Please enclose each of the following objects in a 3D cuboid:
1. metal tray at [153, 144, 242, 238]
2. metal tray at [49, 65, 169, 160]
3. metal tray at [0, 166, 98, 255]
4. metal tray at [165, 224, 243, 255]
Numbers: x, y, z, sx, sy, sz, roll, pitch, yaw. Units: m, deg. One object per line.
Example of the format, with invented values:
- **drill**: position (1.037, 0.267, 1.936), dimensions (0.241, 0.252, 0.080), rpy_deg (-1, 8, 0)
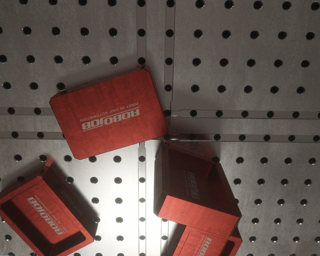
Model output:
- **metal tray**: position (0.040, 0.070, 0.384), dimensions (0.091, 0.130, 0.030), rpy_deg (19, 109, -7)
- **metal tray**: position (-0.063, -0.019, 0.403), dimensions (0.131, 0.030, 0.089), rpy_deg (-17, 110, 5)
- **metal tray**: position (-0.166, 0.131, 0.456), dimensions (0.090, 0.030, 0.130), rpy_deg (-30, 108, 10)
- **metal tray**: position (0.060, 0.202, 0.486), dimensions (0.091, 0.030, 0.129), rpy_deg (18, 109, -7)
